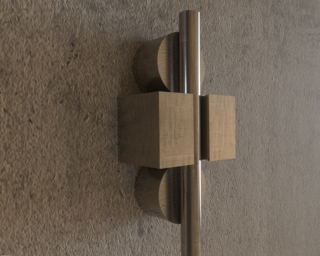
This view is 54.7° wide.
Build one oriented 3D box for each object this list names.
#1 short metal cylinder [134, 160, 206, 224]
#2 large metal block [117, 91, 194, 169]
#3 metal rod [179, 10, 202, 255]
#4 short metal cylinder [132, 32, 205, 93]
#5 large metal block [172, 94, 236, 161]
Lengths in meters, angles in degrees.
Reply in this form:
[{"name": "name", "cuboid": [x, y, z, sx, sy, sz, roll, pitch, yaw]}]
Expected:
[{"name": "short metal cylinder", "cuboid": [0.013, 0.078, 0.402, 0.081, 0.050, 0.080, 0, 89, -40]}, {"name": "large metal block", "cuboid": [-0.007, 0.002, 0.364, 0.050, 0.080, 0.080, -1, 91, -40]}, {"name": "metal rod", "cuboid": [0.036, 0.013, 0.371, 0.025, 0.025, 0.298, -1, 90, -40]}, {"name": "short metal cylinder", "cuboid": [0.012, -0.078, 0.399, 0.081, 0.050, 0.080, 0, 89, -40]}, {"name": "large metal block", "cuboid": [0.052, -0.001, 0.413, 0.050, 0.080, 0.080, -1, 91, -40]}]
